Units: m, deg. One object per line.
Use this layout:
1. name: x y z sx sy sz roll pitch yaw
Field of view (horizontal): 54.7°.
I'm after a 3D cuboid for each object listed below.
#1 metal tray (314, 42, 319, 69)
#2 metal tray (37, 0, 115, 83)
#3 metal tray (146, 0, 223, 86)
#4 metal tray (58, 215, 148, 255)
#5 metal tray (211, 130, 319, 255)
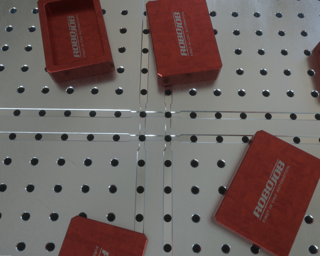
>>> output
1. metal tray: 0.303 -0.092 0.447 0.131 0.030 0.090 -3 70 -2
2. metal tray: -0.124 -0.138 0.457 0.091 0.030 0.130 -13 71 -5
3. metal tray: 0.032 -0.131 0.457 0.091 0.030 0.129 -8 70 -4
4. metal tray: -0.074 0.174 0.345 0.090 0.030 0.130 14 70 4
5. metal tray: 0.133 0.078 0.382 0.090 0.030 0.130 29 72 9
